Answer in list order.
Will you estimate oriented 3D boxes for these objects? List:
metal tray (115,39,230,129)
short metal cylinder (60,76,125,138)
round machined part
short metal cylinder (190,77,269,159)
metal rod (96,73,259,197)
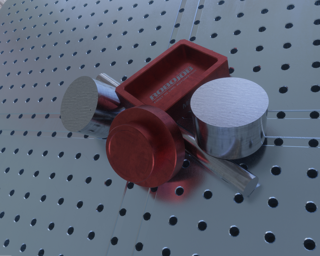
[{"bbox_3d":[0.017,-0.061,0.415,0.131,0.030,0.090,-40,50,-17],"label":"metal tray"},{"bbox_3d":[-0.097,-0.029,0.446,0.080,0.050,0.080,-11,72,36],"label":"short metal cylinder"},{"bbox_3d":[-0.024,0.025,0.360,0.098,0.042,0.097,11,110,31],"label":"round machined part"},{"bbox_3d":[0.077,-0.012,0.344,0.080,0.050,0.080,-7,45,7],"label":"short metal cylinder"},{"bbox_3d":[0.000,-0.009,0.414,0.025,0.025,0.300,-49,51,-6],"label":"metal rod"}]
